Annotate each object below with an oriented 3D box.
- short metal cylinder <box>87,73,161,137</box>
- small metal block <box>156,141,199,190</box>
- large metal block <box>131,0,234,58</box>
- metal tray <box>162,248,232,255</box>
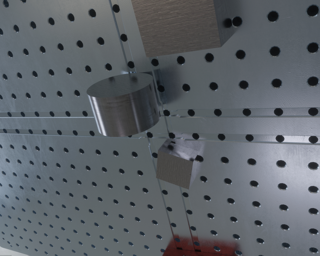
[{"bbox_3d":[-0.043,-0.030,0.380,0.080,0.080,0.050,3,120,26],"label":"short metal cylinder"},{"bbox_3d":[0.024,0.051,0.431,0.050,0.025,0.050,17,125,18],"label":"small metal block"},{"bbox_3d":[0.022,-0.121,0.309,0.080,0.050,0.080,-1,118,28],"label":"large metal block"},{"bbox_3d":[0.072,0.254,0.528,0.130,0.030,0.090,-7,115,31],"label":"metal tray"}]
